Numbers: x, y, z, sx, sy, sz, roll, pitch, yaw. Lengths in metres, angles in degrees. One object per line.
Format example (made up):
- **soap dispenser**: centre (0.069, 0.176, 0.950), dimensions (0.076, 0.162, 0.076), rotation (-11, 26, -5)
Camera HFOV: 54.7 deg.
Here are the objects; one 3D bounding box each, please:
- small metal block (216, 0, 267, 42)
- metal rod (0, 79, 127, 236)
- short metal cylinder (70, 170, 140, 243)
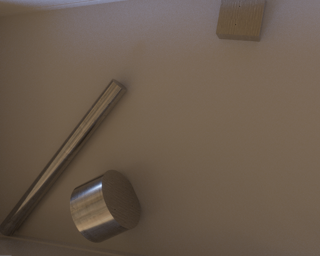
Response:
- **small metal block**: centre (0.099, -0.135, 0.375), dimensions (0.050, 0.025, 0.050), rotation (10, 93, 19)
- **metal rod**: centre (-0.150, 0.051, 0.461), dimensions (0.025, 0.025, 0.299), rotation (44, 103, 14)
- **short metal cylinder**: centre (-0.070, 0.101, 0.405), dimensions (0.050, 0.080, 0.080), rotation (-29, 81, 17)
